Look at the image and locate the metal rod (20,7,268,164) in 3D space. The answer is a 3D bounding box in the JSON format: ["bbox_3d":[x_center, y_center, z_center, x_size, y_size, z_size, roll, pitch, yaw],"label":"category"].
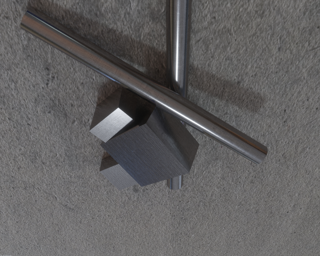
[{"bbox_3d":[-0.005,-0.039,0.345,0.301,0.025,0.025,29,124,-13],"label":"metal rod"}]

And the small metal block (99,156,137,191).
[{"bbox_3d":[-0.052,0.061,0.459,0.050,0.025,0.050,-23,127,18],"label":"small metal block"}]

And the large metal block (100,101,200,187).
[{"bbox_3d":[-0.012,0.021,0.386,0.080,0.050,0.080,-24,116,38],"label":"large metal block"}]

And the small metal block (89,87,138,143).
[{"bbox_3d":[-0.055,-0.018,0.374,0.050,0.050,0.025,-35,121,25],"label":"small metal block"}]

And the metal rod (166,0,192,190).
[{"bbox_3d":[0.021,-0.027,0.384,0.025,0.025,0.298,-1,130,0],"label":"metal rod"}]
